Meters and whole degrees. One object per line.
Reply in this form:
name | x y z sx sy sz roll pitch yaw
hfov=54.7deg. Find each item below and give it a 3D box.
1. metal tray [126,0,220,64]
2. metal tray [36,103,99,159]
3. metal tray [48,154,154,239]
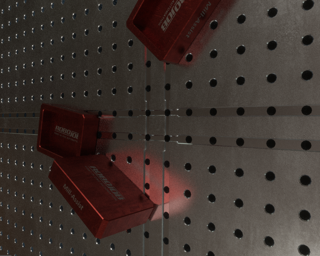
metal tray | 0.020 -0.158 0.387 0.090 0.030 0.129 50 119 28
metal tray | -0.163 0.011 0.537 0.130 0.030 0.089 15 99 38
metal tray | -0.083 0.088 0.432 0.130 0.091 0.030 38 113 33
